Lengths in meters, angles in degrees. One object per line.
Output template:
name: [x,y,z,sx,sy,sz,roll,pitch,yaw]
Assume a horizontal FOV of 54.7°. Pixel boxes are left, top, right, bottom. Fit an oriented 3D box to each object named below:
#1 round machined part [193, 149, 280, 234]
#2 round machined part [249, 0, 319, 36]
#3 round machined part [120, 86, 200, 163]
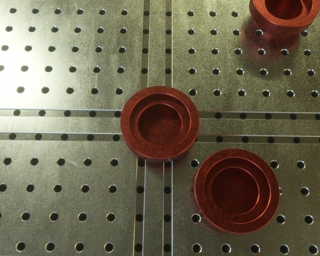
round machined part: [0.089,0.077,0.376,0.099,0.042,0.098,0,70,-1]
round machined part: [0.184,-0.181,0.471,0.099,0.042,0.098,0,70,-1]
round machined part: [0.000,-0.002,0.403,0.099,0.042,0.098,0,70,-1]
